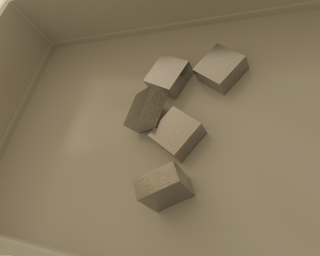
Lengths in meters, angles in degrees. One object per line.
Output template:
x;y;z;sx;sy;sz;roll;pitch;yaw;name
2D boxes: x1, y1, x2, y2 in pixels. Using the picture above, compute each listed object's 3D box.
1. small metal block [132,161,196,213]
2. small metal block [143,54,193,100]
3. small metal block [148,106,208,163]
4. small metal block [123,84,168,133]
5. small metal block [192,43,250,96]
0.005;0.067;0.345;0.050;0.050;0.025;-27;53;11;small metal block
0.013;-0.074;0.443;0.050;0.025;0.050;24;75;36;small metal block
0.022;0.008;0.389;0.050;0.025;0.050;-49;52;-7;small metal block
-0.020;-0.024;0.415;0.050;0.025;0.050;-20;46;58;small metal block
0.081;-0.079;0.411;0.050;0.025;0.050;-47;52;-5;small metal block
